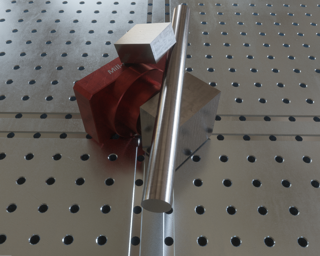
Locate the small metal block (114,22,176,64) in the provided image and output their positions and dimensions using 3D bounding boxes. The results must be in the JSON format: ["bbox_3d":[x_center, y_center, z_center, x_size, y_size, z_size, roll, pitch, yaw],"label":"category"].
[{"bbox_3d":[-0.017,-0.100,0.365,0.050,0.025,0.050,9,46,31],"label":"small metal block"}]

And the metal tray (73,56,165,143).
[{"bbox_3d":[-0.044,-0.049,0.406,0.030,0.089,0.131,36,58,26],"label":"metal tray"}]

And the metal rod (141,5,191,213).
[{"bbox_3d":[0.014,-0.051,0.346,0.025,0.025,0.300,5,50,4],"label":"metal rod"}]

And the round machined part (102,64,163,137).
[{"bbox_3d":[-0.021,-0.029,0.390,0.042,0.097,0.099,35,58,25],"label":"round machined part"}]

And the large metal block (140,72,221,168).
[{"bbox_3d":[0.024,-0.007,0.374,0.050,0.080,0.080,35,58,25],"label":"large metal block"}]
